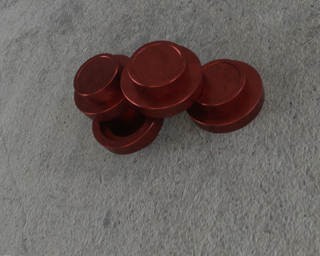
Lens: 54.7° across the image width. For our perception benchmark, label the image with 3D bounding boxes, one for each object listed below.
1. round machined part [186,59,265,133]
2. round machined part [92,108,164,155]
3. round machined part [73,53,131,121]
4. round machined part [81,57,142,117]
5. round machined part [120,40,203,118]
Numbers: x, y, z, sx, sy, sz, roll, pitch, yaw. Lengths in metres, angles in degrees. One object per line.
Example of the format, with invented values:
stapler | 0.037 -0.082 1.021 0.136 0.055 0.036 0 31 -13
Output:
round machined part | 0.075 -0.046 0.382 0.098 0.042 0.098 -13 56 20
round machined part | -0.038 -0.008 0.418 0.098 0.042 0.098 -13 56 20
round machined part | -0.075 -0.061 0.415 0.098 0.042 0.098 -13 56 20
round machined part | -0.082 -0.070 0.477 0.098 0.042 0.098 -13 56 20
round machined part | 0.000 -0.064 0.365 0.098 0.042 0.098 -5 60 10
